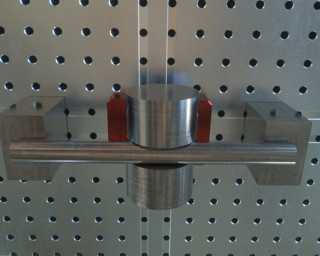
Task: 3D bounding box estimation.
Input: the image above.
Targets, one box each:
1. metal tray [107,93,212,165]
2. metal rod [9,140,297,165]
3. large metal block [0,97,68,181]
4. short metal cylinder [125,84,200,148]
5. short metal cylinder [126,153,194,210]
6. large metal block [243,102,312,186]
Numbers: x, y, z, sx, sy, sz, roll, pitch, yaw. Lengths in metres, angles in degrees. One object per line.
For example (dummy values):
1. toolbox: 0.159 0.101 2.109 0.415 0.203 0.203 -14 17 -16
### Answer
1. metal tray: -0.001 0.002 0.411 0.131 0.030 0.089 1 110 -1
2. metal rod: -0.006 0.027 0.337 0.302 0.025 0.025 1 110 -1
3. large metal block: -0.152 0.010 0.385 0.050 0.080 0.079 1 110 0
4. short metal cylinder: 0.002 -0.017 0.346 0.081 0.080 0.050 1 110 -1
5. short metal cylinder: 0.000 0.054 0.372 0.081 0.080 0.050 1 110 -1
6. large metal block: 0.141 0.017 0.390 0.050 0.080 0.079 1 110 0
